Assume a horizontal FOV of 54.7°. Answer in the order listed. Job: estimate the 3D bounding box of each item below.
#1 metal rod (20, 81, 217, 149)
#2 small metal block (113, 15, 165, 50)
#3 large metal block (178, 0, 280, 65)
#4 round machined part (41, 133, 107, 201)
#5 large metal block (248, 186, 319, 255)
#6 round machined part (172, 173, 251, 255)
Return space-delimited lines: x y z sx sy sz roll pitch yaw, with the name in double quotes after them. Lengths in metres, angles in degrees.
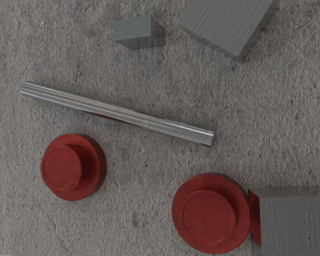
-0.070 -0.024 0.433 0.301 0.025 0.025 15 95 19 "metal rod"
-0.026 -0.123 0.405 0.050 0.050 0.025 -2 90 20 "small metal block"
0.082 -0.133 0.367 0.080 0.050 0.080 34 101 16 "large metal block"
-0.130 0.057 0.446 0.098 0.042 0.097 0 90 20 "round machined part"
0.143 0.108 0.334 0.080 0.050 0.080 -3 89 3 "large metal block"
0.061 0.106 0.378 0.098 0.042 0.097 0 90 20 "round machined part"
